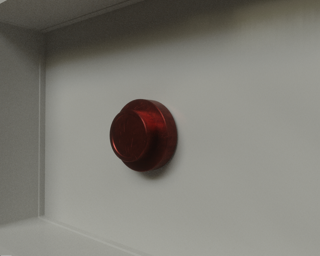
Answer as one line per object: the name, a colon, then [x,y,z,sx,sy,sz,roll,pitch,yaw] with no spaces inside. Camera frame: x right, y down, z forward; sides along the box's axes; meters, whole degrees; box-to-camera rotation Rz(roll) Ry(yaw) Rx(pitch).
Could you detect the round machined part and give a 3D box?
round machined part: [-0.029,0.010,0.413,0.098,0.042,0.097,0,90,39]
